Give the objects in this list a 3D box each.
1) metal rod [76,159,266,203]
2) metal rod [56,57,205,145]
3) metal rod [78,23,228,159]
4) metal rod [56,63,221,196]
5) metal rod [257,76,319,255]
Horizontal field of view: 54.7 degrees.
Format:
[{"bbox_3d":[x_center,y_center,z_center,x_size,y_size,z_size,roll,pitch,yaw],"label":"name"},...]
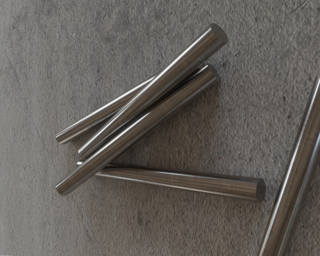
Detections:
[{"bbox_3d":[-0.012,0.064,0.414,0.300,0.025,0.025,0,90,40],"label":"metal rod"},{"bbox_3d":[-0.063,-0.031,0.457,0.299,0.025,0.025,-24,75,37],"label":"metal rod"},{"bbox_3d":[-0.031,-0.028,0.409,0.299,0.025,0.025,-37,67,41],"label":"metal rod"},{"bbox_3d":[-0.045,0.015,0.421,0.299,0.025,0.025,-37,67,26],"label":"metal rod"},{"bbox_3d":[0.119,0.099,0.306,0.025,0.025,0.298,22,104,38],"label":"metal rod"}]
